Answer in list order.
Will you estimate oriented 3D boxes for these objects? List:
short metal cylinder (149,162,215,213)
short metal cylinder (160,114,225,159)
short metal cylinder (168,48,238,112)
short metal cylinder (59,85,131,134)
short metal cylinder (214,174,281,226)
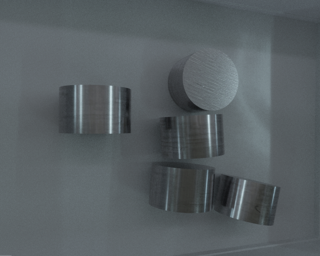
[{"bbox_3d":[0.028,0.072,0.391,0.081,0.080,0.050,5,89,-20],"label":"short metal cylinder"},{"bbox_3d":[0.041,0.009,0.396,0.081,0.080,0.050,-4,92,-20],"label":"short metal cylinder"},{"bbox_3d":[0.057,-0.062,0.418,0.081,0.050,0.080,0,90,-20],"label":"short metal cylinder"},{"bbox_3d":[-0.073,-0.019,0.354,0.081,0.080,0.050,0,90,-20],"label":"short metal cylinder"},{"bbox_3d":[0.119,0.096,0.425,0.081,0.080,0.050,14,86,-20],"label":"short metal cylinder"}]
